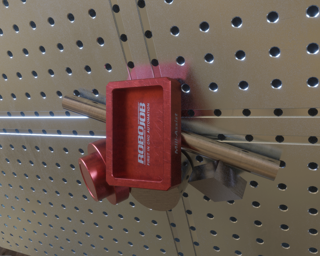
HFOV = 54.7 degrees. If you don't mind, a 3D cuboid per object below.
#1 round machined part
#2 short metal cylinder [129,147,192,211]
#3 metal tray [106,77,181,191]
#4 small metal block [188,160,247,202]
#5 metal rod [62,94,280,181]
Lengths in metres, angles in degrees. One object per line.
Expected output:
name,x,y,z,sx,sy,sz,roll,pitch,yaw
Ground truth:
round machined part,-0.086,0.068,0.452,0.098,0.042,0.097,43,145,42
short metal cylinder,-0.001,0.068,0.433,0.080,0.050,0.079,13,124,21
metal tray,-0.021,0.007,0.380,0.090,0.030,0.129,0,89,27
small metal block,0.073,0.069,0.397,0.050,0.025,0.050,38,147,-18
metal rod,0.001,0.006,0.409,0.301,0.025,0.025,18,126,17
